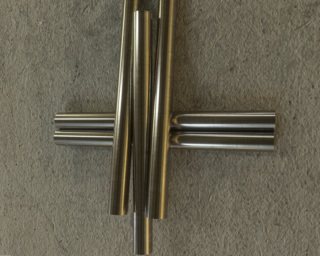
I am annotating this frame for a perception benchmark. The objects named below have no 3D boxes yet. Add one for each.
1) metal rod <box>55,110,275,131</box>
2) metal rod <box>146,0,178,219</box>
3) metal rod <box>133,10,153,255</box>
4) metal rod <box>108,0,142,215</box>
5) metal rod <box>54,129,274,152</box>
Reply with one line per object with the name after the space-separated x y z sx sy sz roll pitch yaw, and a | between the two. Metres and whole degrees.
-0.007 -0.010 0.413 0.301 0.025 0.025 0 90 19 | metal rod
0.004 -0.042 0.385 0.025 0.025 0.298 0 82 19 | metal rod
-0.022 0.005 0.390 0.025 0.025 0.298 0 90 19 | metal rod
-0.044 -0.042 0.402 0.025 0.025 0.298 0 82 19 | metal rod
-0.008 0.015 0.413 0.301 0.025 0.025 0 90 19 | metal rod
